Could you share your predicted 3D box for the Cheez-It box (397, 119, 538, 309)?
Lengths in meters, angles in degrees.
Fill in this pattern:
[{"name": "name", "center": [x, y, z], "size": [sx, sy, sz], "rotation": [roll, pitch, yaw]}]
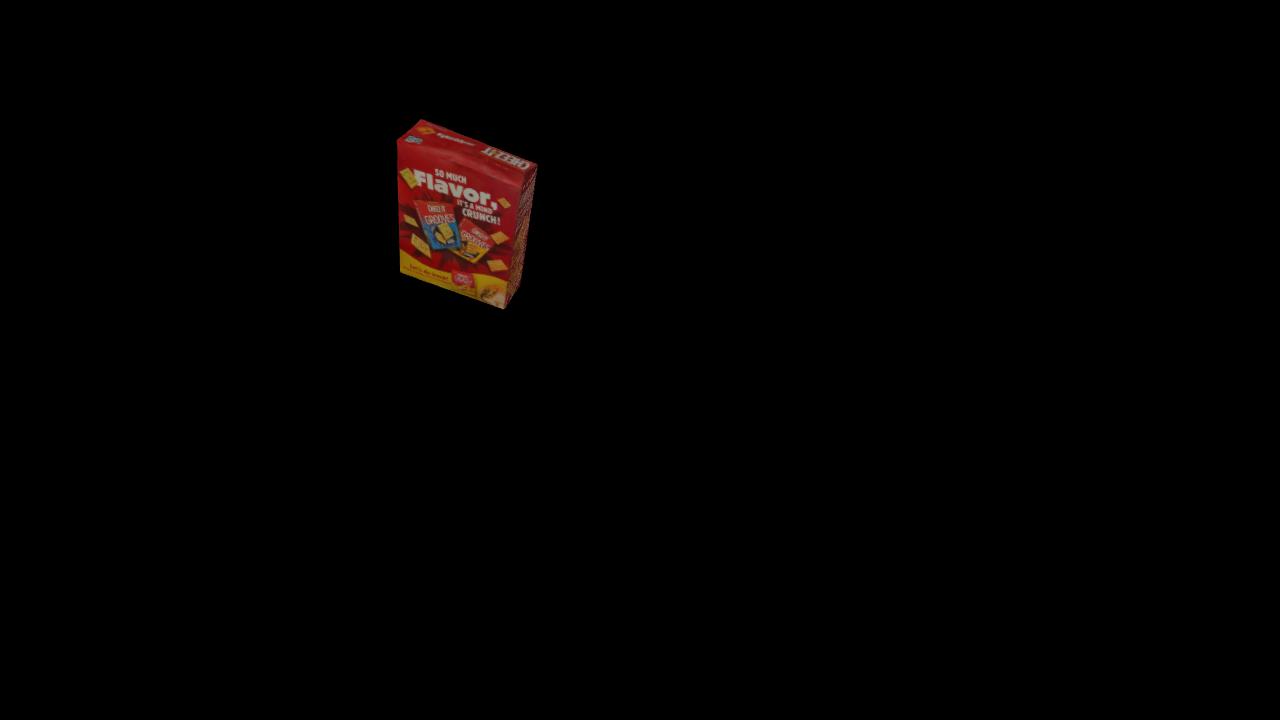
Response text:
[{"name": "Cheez-It box", "center": [-0.240, -0.190, 0.843], "size": [0.166, 0.071, 0.223], "rotation": [20, -43, -1]}]
